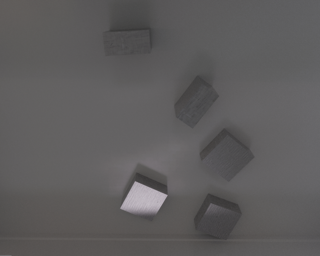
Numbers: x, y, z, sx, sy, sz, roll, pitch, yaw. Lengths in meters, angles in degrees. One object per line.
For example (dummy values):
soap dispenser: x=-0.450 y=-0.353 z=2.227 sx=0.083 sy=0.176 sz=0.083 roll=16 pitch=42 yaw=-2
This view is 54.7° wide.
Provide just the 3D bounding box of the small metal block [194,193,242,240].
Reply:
small metal block: x=0.085 y=0.132 z=0.461 sx=0.050 sy=0.025 sz=0.050 roll=22 pitch=109 yaw=-8

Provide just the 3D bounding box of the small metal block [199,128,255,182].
small metal block: x=0.091 y=0.037 z=0.426 sx=0.050 sy=0.025 sz=0.050 roll=38 pitch=106 yaw=-13

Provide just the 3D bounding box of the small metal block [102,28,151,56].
small metal block: x=-0.036 y=-0.101 z=0.360 sx=0.050 sy=0.050 sz=0.025 roll=-3 pitch=110 yaw=1

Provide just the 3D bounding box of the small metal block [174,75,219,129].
small metal block: x=0.044 y=-0.034 z=0.386 sx=0.025 sy=0.050 sz=0.050 roll=34 pitch=107 yaw=-12

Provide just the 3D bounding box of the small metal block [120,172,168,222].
small metal block: x=-0.023 y=0.100 z=0.448 sx=0.050 sy=0.025 sz=0.050 roll=25 pitch=108 yaw=-9
